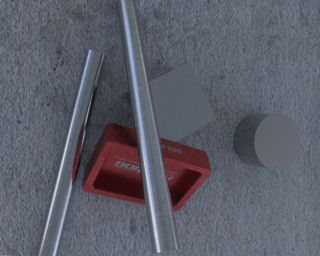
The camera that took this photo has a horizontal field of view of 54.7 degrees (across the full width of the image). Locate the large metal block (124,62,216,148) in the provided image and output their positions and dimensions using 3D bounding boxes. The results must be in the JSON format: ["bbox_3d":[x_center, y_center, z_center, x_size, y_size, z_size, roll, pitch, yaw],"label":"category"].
[{"bbox_3d":[0.013,-0.029,0.401,0.080,0.050,0.080,-29,100,-18],"label":"large metal block"}]

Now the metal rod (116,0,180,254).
[{"bbox_3d":[-0.019,-0.024,0.336,0.025,0.025,0.299,-1,65,-20],"label":"metal rod"}]

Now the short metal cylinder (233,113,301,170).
[{"bbox_3d":[0.156,0.019,0.455,0.081,0.050,0.079,0,90,-21],"label":"short metal cylinder"}]

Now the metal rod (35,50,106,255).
[{"bbox_3d":[-0.111,0.054,0.368,0.025,0.025,0.298,14,85,-20],"label":"metal rod"}]

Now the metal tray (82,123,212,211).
[{"bbox_3d":[-0.016,0.052,0.373,0.131,0.030,0.089,18,127,-20],"label":"metal tray"}]
